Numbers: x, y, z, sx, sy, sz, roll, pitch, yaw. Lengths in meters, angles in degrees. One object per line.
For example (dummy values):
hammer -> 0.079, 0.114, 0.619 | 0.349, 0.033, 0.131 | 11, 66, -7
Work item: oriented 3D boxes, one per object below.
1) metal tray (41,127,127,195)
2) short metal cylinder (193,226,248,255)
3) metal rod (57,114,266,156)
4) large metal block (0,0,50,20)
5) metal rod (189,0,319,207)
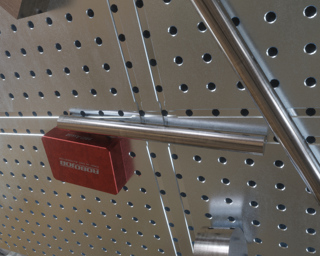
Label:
metal tray -> -0.123, 0.053, 0.503 | 0.130, 0.030, 0.089 | 9, 122, 23
short metal cylinder -> 0.088, 0.182, 0.441 | 0.050, 0.080, 0.080 | -9, 114, 32
metal rod -> -0.015, 0.006, 0.421 | 0.301, 0.025, 0.025 | 6, 121, 24
large metal block -> -0.172, -0.191, 0.365 | 0.080, 0.050, 0.080 | 40, 129, 0
metal rod -> 0.110, -0.035, 0.330 | 0.025, 0.025, 0.299 | -27, 104, 37
